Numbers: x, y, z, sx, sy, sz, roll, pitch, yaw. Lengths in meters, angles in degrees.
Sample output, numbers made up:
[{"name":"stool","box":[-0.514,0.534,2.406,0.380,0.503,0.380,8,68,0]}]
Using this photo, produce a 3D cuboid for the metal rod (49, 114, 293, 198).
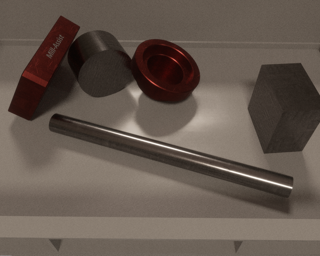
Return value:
[{"name":"metal rod","box":[0.004,0.030,0.379,0.301,0.025,0.025,15,52,11]}]

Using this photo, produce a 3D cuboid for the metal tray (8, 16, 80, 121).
[{"name":"metal tray","box":[-0.159,-0.084,0.430,0.030,0.090,0.130,28,47,-20]}]

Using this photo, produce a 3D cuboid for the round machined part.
[{"name":"round machined part","box":[0.004,-0.077,0.444,0.099,0.042,0.098,13,53,-19]}]

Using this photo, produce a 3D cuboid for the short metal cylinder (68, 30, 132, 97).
[{"name":"short metal cylinder","box":[-0.085,-0.092,0.445,0.081,0.080,0.050,-21,54,-17]}]

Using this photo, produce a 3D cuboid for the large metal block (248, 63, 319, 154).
[{"name":"large metal block","box":[0.155,-0.024,0.392,0.050,0.080,0.080,-3,50,-3]}]
